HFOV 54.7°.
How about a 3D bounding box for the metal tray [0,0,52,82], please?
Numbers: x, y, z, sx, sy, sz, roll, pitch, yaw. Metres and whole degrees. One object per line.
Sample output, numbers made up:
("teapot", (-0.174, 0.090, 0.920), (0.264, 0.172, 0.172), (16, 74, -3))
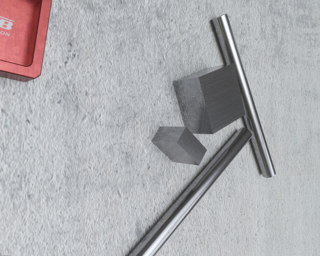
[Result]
("metal tray", (-0.166, -0.098, 0.262), (0.131, 0.030, 0.089), (10, 83, -40))

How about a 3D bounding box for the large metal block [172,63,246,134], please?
("large metal block", (0.073, -0.043, 0.452), (0.081, 0.050, 0.080), (-27, 107, -37))

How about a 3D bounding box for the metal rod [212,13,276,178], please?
("metal rod", (0.148, -0.044, 0.531), (0.025, 0.025, 0.299), (-36, 113, -34))

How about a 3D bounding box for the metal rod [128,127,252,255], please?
("metal rod", (0.051, 0.094, 0.449), (0.302, 0.025, 0.025), (-42, 116, -32))

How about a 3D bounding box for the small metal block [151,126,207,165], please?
("small metal block", (0.025, 0.023, 0.412), (0.050, 0.050, 0.025), (46, 62, -31))
